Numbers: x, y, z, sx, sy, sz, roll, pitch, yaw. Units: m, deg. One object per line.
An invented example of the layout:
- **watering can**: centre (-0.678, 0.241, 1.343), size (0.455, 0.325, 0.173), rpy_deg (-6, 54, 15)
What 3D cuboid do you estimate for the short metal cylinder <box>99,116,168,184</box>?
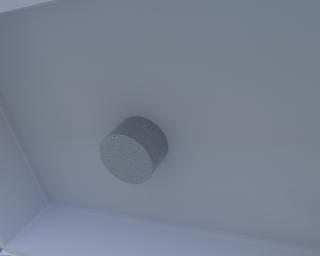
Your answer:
- **short metal cylinder**: centre (-0.036, 0.031, 0.429), size (0.080, 0.050, 0.079), rpy_deg (13, 124, 20)
